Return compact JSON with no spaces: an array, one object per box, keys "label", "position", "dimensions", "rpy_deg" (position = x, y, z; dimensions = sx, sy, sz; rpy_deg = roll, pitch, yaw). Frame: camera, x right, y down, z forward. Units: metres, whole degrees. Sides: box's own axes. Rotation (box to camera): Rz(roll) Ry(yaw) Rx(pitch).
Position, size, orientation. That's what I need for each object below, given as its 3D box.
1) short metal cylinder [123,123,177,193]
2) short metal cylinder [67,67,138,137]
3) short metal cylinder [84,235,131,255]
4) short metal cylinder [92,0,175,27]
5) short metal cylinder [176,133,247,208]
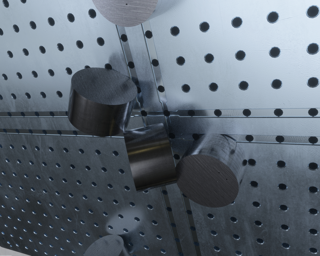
[{"label":"short metal cylinder","position":[-0.013,0.037,0.397],"dimensions":[0.050,0.080,0.079],"rpy_deg":[-13,117,-5]},{"label":"short metal cylinder","position":[-0.074,-0.034,0.393],"dimensions":[0.080,0.080,0.050],"rpy_deg":[28,128,10]},{"label":"short metal cylinder","position":[-0.096,0.248,0.580],"dimensions":[0.080,0.080,0.050],"rpy_deg":[-7,115,31]},{"label":"short metal cylinder","position":[-0.026,-0.150,0.316],"dimensions":[0.080,0.050,0.079],"rpy_deg":[13,124,21]},{"label":"short metal cylinder","position":[0.065,0.053,0.394],"dimensions":[0.080,0.050,0.079],"rpy_deg":[13,124,21]}]
